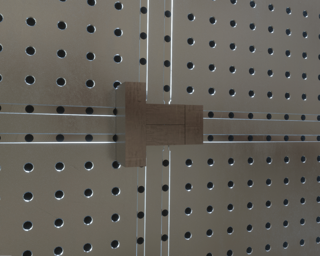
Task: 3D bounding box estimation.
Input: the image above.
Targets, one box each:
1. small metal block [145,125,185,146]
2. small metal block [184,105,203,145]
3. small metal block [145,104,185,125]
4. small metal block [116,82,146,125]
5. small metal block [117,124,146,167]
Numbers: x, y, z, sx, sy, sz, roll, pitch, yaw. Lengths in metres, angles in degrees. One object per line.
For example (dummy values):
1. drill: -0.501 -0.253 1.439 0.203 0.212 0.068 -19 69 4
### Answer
1. small metal block: -0.001 0.008 0.399 0.050 0.050 0.025 0 90 -20
2. small metal block: 0.035 -0.004 0.412 0.025 0.050 0.050 0 90 -20
3. small metal block: -0.001 -0.017 0.399 0.050 0.050 0.025 0 90 -20
4. small metal block: -0.037 -0.029 0.386 0.025 0.050 0.050 0 90 -20
5. small metal block: -0.037 0.021 0.386 0.025 0.050 0.050 0 90 -20
